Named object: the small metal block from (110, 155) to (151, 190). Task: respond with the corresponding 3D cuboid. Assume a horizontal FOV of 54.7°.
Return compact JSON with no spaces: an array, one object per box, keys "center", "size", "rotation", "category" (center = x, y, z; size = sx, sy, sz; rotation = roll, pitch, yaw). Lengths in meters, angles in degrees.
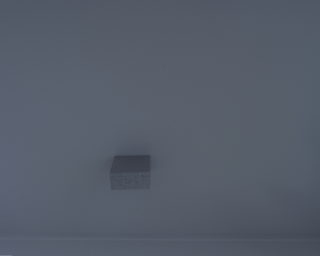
[{"center":[-0.038,0.059,0.419],"size":[0.050,0.050,0.025],"rotation":[-1,110,0],"category":"small metal block"}]
